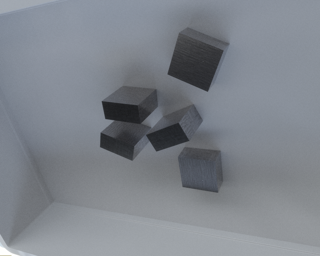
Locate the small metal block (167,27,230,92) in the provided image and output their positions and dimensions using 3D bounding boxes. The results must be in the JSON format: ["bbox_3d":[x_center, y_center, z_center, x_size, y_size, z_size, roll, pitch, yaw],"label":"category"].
[{"bbox_3d":[0.041,-0.075,0.340,0.050,0.025,0.050,26,128,12],"label":"small metal block"}]

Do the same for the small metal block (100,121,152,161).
[{"bbox_3d":[-0.046,0.013,0.425,0.050,0.050,0.025,21,126,15],"label":"small metal block"}]

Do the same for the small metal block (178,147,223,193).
[{"bbox_3d":[0.055,0.055,0.414,0.050,0.025,0.050,4,121,26],"label":"small metal block"}]

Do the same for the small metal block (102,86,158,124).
[{"bbox_3d":[-0.037,-0.031,0.393,0.050,0.050,0.025,8,122,24],"label":"small metal block"}]

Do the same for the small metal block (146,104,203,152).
[{"bbox_3d":[0.019,0.000,0.382,0.050,0.050,0.025,-21,107,36],"label":"small metal block"}]
